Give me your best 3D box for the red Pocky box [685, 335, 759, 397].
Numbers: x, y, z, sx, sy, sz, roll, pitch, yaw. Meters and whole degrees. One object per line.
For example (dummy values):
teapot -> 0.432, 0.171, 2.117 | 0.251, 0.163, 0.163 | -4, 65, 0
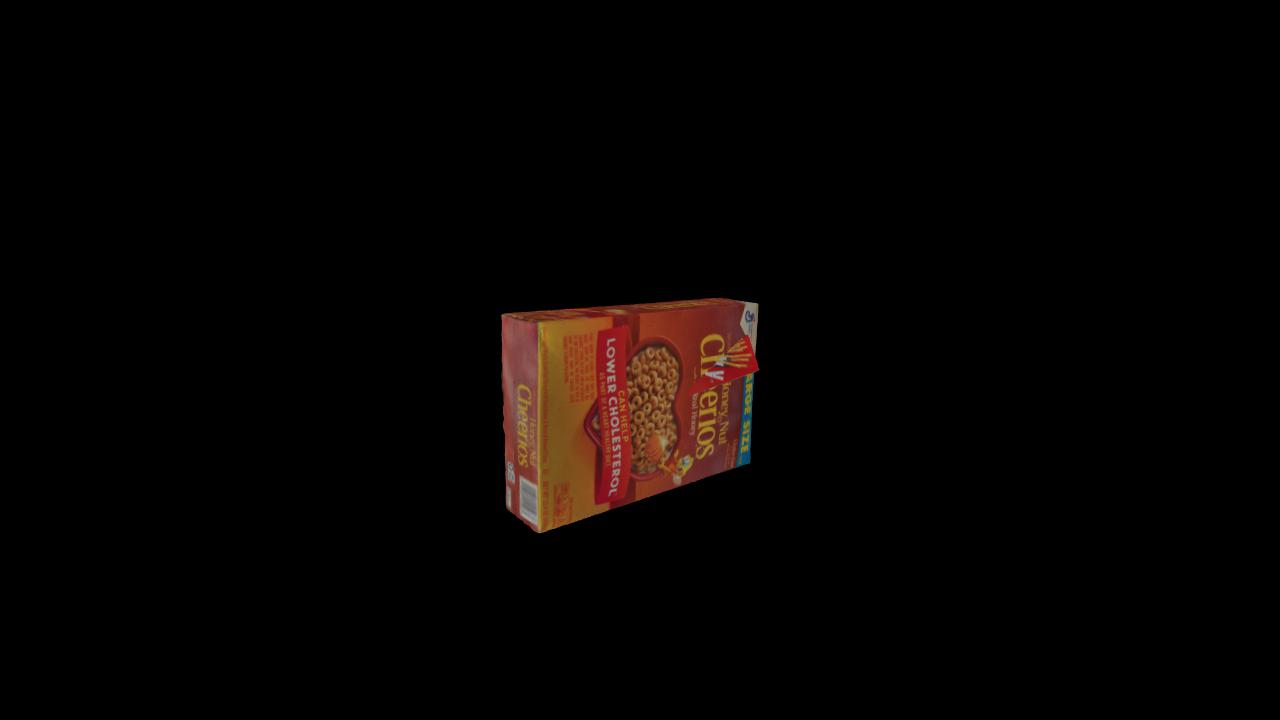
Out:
red Pocky box -> 0.060, -0.006, 0.681 | 0.155, 0.083, 0.028 | -18, -1, -31

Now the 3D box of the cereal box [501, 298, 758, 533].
cereal box -> 0.004, 0.041, 0.667 | 0.306, 0.203, 0.081 | -8, 15, -39
